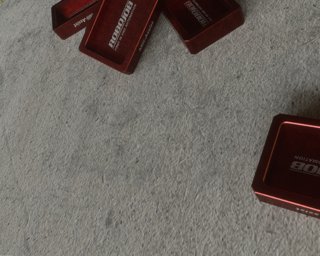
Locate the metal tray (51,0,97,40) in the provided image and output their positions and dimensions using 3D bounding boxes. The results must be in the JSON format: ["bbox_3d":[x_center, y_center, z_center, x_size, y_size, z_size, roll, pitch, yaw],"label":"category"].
[{"bbox_3d":[-0.160,-0.247,0.635,0.130,0.030,0.090,-26,52,11],"label":"metal tray"}]

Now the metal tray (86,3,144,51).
[{"bbox_3d":[-0.066,-0.194,0.533,0.130,0.030,0.090,-49,50,13],"label":"metal tray"}]

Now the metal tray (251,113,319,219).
[{"bbox_3d":[0.164,0.040,0.289,0.130,0.030,0.090,12,68,33],"label":"metal tray"}]

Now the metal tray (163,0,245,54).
[{"bbox_3d":[0.059,-0.182,0.481,0.090,0.030,0.130,-31,52,7],"label":"metal tray"}]

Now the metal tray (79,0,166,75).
[{"bbox_3d":[-0.060,-0.159,0.479,0.090,0.030,0.129,28,100,14],"label":"metal tray"}]
